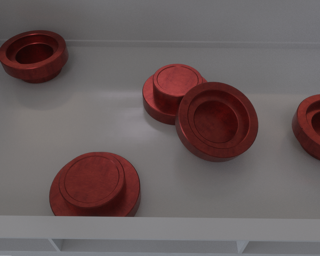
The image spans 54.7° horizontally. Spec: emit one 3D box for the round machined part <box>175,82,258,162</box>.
[{"bbox_3d":[0.067,-0.005,0.385,0.099,0.042,0.098,4,69,-9],"label":"round machined part"}]

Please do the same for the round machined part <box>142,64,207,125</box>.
[{"bbox_3d":[0.024,-0.054,0.439,0.099,0.042,0.098,0,50,0],"label":"round machined part"}]

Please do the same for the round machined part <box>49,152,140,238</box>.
[{"bbox_3d":[-0.071,0.065,0.339,0.099,0.042,0.098,0,50,0],"label":"round machined part"}]

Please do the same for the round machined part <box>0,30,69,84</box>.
[{"bbox_3d":[-0.192,-0.107,0.482,0.099,0.042,0.098,0,50,0],"label":"round machined part"}]

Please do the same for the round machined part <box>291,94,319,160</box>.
[{"bbox_3d":[0.217,0.006,0.391,0.099,0.042,0.098,0,50,0],"label":"round machined part"}]
